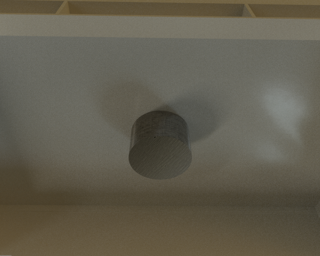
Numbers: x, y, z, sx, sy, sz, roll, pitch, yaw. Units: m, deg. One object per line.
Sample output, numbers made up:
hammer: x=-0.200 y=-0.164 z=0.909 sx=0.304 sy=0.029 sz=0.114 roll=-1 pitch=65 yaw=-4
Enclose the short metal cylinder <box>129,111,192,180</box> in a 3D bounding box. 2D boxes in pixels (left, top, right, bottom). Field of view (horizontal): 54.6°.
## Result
short metal cylinder: x=0.000 y=0.024 z=0.412 sx=0.080 sy=0.050 sz=0.080 roll=0 pitch=130 yaw=0
